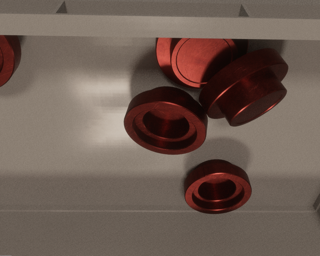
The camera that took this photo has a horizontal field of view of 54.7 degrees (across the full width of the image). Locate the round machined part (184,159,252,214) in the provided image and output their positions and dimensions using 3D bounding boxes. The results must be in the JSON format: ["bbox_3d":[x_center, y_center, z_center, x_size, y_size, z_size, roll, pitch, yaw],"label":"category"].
[{"bbox_3d":[0.085,0.085,0.472,0.099,0.042,0.097,-1,130,0],"label":"round machined part"}]

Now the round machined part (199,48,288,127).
[{"bbox_3d":[0.095,-0.037,0.336,0.099,0.042,0.098,-24,160,-9],"label":"round machined part"}]

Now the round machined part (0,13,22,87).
[{"bbox_3d":[-0.194,-0.090,0.319,0.099,0.042,0.097,-1,130,0],"label":"round machined part"}]

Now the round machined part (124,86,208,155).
[{"bbox_3d":[0.009,-0.012,0.377,0.099,0.042,0.097,8,141,7],"label":"round machined part"}]

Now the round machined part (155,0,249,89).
[{"bbox_3d":[0.044,-0.082,0.329,0.099,0.042,0.097,-1,130,0],"label":"round machined part"}]
